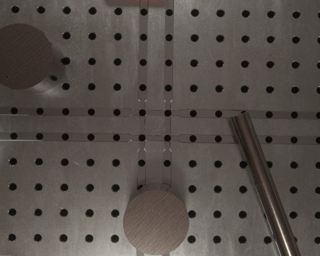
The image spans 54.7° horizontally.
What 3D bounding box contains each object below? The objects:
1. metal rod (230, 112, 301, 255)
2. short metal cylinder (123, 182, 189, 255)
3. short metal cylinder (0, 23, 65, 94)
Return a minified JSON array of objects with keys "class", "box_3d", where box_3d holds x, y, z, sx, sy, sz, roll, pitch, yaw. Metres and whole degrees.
[{"class":"metal rod","box_3d":[0.157,0.122,0.415,0.025,0.025,0.299,-20,90,0]},{"class":"short metal cylinder","box_3d":[-0.005,0.115,0.401,0.081,0.050,0.079,0,90,-1]},{"class":"short metal cylinder","box_3d":[-0.170,-0.087,0.399,0.081,0.050,0.079,0,90,-1]}]
